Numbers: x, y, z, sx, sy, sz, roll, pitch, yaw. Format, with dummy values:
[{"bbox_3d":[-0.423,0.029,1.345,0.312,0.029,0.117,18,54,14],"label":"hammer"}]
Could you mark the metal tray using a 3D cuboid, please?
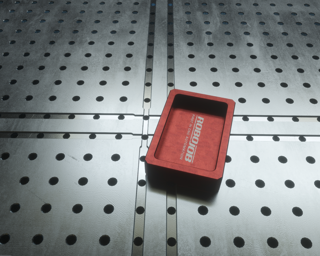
[{"bbox_3d":[0.042,0.010,0.396,0.090,0.030,0.130,12,51,10],"label":"metal tray"}]
